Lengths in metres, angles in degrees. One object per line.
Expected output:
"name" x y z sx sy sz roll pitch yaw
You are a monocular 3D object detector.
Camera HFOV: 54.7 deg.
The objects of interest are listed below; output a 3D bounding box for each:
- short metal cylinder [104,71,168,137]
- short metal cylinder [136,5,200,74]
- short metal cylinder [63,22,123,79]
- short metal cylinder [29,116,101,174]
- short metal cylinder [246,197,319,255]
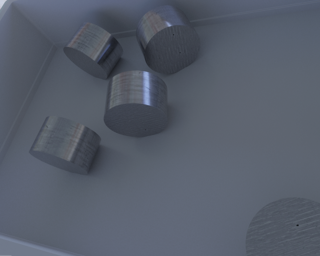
"short metal cylinder" -0.030 -0.029 0.405 0.080 0.080 0.050 -13 56 21
"short metal cylinder" 0.011 -0.125 0.441 0.080 0.080 0.050 -28 52 10
"short metal cylinder" -0.107 -0.124 0.503 0.080 0.080 0.050 20 72 35
"short metal cylinder" -0.128 0.025 0.422 0.080 0.080 0.050 5 64 30
"short metal cylinder" 0.119 0.105 0.263 0.080 0.050 0.080 -13 56 21
